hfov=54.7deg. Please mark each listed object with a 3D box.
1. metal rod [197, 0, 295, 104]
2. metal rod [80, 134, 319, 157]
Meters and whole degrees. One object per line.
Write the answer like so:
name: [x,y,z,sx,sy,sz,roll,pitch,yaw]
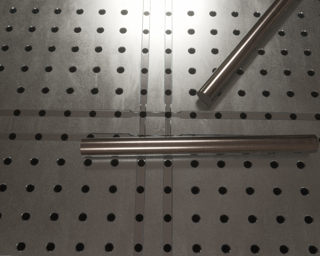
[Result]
metal rod: [0.155,-0.152,0.469,0.025,0.025,0.301,37,74,12]
metal rod: [0.051,0.023,0.403,0.302,0.025,0.025,-1,70,-1]
